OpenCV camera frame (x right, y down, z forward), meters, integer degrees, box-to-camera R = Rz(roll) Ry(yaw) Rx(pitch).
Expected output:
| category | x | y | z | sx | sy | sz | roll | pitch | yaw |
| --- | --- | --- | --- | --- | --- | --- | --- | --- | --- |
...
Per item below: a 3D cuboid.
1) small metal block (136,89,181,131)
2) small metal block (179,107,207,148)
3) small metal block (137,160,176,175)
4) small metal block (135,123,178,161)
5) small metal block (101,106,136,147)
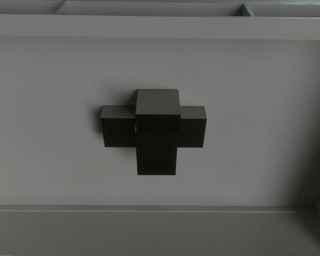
| category | x | y | z | sx | sy | sz | roll | pitch | yaw |
| --- | --- | --- | --- | --- | --- | --- | --- | --- | --- |
| small metal block | -0.002 | -0.022 | 0.371 | 0.050 | 0.050 | 0.025 | 0 | 130 | -1 |
| small metal block | 0.032 | -0.001 | 0.406 | 0.050 | 0.025 | 0.050 | 0 | 130 | -1 |
| small metal block | -0.004 | 0.037 | 0.420 | 0.050 | 0.050 | 0.025 | 0 | 130 | -1 |
| small metal block | -0.004 | 0.015 | 0.385 | 0.050 | 0.025 | 0.050 | 0 | 130 | -1 |
| small metal block | -0.048 | -0.001 | 0.405 | 0.050 | 0.025 | 0.050 | 0 | 130 | -1 |
